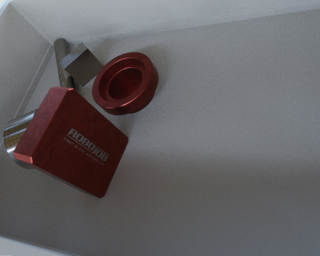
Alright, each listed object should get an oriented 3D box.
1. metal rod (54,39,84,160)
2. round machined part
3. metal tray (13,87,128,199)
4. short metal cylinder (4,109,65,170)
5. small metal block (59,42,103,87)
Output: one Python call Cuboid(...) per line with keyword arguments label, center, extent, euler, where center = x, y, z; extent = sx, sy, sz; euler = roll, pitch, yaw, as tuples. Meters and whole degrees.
Cuboid(label="metal rod", center=(-0.150, -0.053, 0.514), extent=(0.025, 0.025, 0.299), euler=(-29, 52, 9))
Cuboid(label="round machined part", center=(-0.046, -0.060, 0.454), extent=(0.098, 0.042, 0.098), euler=(-13, 56, 20))
Cuboid(label="metal tray", center=(-0.097, 0.022, 0.374), extent=(0.030, 0.130, 0.090), euler=(9, 66, 32))
Cuboid(label="short metal cylinder", center=(-0.176, 0.015, 0.451), extent=(0.050, 0.080, 0.080), euler=(-20, 54, 16))
Cuboid(label="small metal block", center=(-0.130, -0.106, 0.521), extent=(0.050, 0.050, 0.025), euler=(-42, 51, -1))
